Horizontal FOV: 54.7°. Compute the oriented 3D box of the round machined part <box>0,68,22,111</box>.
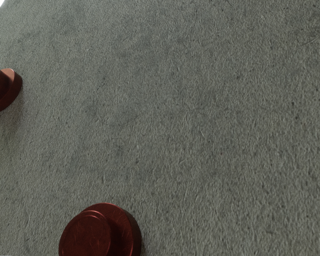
[{"bbox_3d":[-0.328,-0.080,0.615,0.098,0.042,0.098,-13,56,21],"label":"round machined part"}]

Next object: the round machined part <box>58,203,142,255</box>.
[{"bbox_3d":[-0.074,0.133,0.351,0.098,0.042,0.098,-13,56,21],"label":"round machined part"}]
